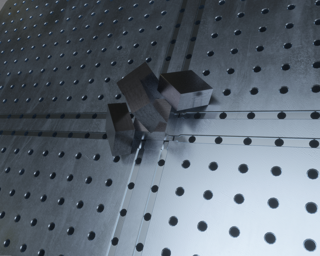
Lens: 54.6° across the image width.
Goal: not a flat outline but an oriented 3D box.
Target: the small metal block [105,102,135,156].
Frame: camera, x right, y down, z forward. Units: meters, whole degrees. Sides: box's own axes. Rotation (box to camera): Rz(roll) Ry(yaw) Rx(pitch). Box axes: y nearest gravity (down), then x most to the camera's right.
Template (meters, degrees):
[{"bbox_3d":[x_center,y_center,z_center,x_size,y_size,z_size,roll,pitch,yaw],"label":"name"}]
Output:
[{"bbox_3d":[-0.055,0.002,0.417,0.025,0.050,0.050,-6,50,-20],"label":"small metal block"}]

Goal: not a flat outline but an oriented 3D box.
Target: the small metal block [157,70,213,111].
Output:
[{"bbox_3d":[0.032,-0.051,0.406,0.050,0.025,0.050,-13,44,-29],"label":"small metal block"}]

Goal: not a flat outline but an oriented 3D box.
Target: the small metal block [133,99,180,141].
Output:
[{"bbox_3d":[-0.005,-0.012,0.419,0.050,0.025,0.050,1,62,27],"label":"small metal block"}]

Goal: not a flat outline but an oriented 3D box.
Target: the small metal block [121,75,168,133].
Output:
[{"bbox_3d":[-0.020,-0.029,0.389,0.025,0.050,0.050,-31,52,8],"label":"small metal block"}]

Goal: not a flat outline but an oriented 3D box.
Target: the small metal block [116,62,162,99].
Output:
[{"bbox_3d":[-0.025,-0.057,0.442,0.050,0.050,0.025,-35,51,5],"label":"small metal block"}]
